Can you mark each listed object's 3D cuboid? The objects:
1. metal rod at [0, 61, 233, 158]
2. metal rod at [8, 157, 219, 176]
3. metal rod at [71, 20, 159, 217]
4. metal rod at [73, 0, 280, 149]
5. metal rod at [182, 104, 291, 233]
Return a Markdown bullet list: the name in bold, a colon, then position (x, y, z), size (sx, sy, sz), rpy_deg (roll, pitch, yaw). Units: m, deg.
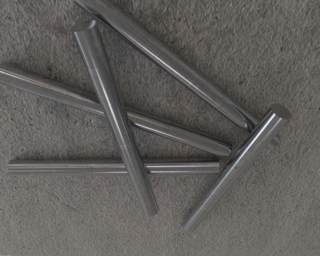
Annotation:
- **metal rod**: position (-0.044, -0.017, 0.391), size (0.302, 0.025, 0.025), rpy_deg (19, 128, -16)
- **metal rod**: position (-0.066, 0.057, 0.454), size (0.302, 0.025, 0.025), rpy_deg (-1, 130, 0)
- **metal rod**: position (-0.043, 0.016, 0.385), size (0.025, 0.025, 0.298), rpy_deg (-9, 130, 7)
- **metal rod**: position (0.039, -0.056, 0.359), size (0.301, 0.025, 0.025), rpy_deg (33, 123, -25)
- **metal rod**: position (0.095, 0.079, 0.454), size (0.025, 0.025, 0.298), rpy_deg (13, 135, -11)
